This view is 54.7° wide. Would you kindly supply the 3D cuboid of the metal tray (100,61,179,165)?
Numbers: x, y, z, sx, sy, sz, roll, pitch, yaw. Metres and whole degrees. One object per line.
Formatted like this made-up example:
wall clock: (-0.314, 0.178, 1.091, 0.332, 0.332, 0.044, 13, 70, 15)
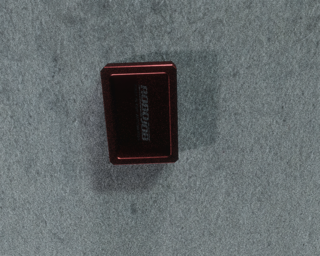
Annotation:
metal tray: (-0.023, -0.018, 0.400, 0.091, 0.030, 0.129, -2, 110, 0)
